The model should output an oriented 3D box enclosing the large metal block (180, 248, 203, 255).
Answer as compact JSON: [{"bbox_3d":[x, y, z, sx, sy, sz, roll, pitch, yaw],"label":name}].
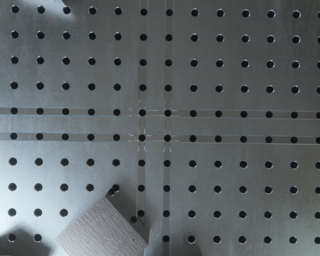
[{"bbox_3d":[0.026,0.203,0.386,0.080,0.080,0.050,-19,90,0],"label":"large metal block"}]

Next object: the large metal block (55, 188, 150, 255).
[{"bbox_3d":[-0.071,0.138,0.400,0.080,0.050,0.080,-41,91,0],"label":"large metal block"}]

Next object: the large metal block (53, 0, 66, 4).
[{"bbox_3d":[-0.155,-0.220,0.399,0.080,0.050,0.080,19,90,-1],"label":"large metal block"}]

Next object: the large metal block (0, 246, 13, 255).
[{"bbox_3d":[-0.212,0.197,0.383,0.080,0.080,0.050,36,90,-1],"label":"large metal block"}]
